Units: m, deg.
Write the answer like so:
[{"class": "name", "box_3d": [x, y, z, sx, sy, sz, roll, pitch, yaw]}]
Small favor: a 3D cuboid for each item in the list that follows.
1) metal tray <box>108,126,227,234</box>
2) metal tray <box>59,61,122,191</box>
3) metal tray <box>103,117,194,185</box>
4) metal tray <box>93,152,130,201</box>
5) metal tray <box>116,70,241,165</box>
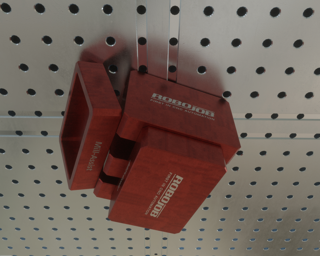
[{"class": "metal tray", "box_3d": [0.003, 0.064, 0.343, 0.091, 0.030, 0.129, 16, 128, -13]}, {"class": "metal tray", "box_3d": [-0.087, 0.000, 0.364, 0.030, 0.090, 0.129, 1, 134, -30]}, {"class": "metal tray", "box_3d": [0.000, 0.029, 0.392, 0.131, 0.090, 0.030, 15, 127, -14]}, {"class": "metal tray", "box_3d": [-0.017, 0.062, 0.421, 0.131, 0.090, 0.030, 16, 128, -14]}, {"class": "metal tray", "box_3d": [0.021, -0.013, 0.356, 0.131, 0.090, 0.030, 16, 129, -13]}]
